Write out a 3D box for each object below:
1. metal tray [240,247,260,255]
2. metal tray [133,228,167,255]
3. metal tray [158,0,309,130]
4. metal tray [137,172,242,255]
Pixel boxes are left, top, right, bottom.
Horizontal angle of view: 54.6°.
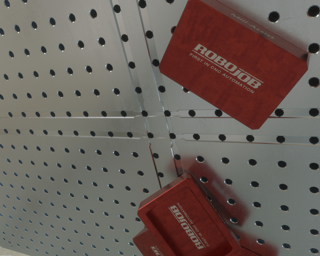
[{"bbox_3d":[0.118,0.243,0.496,0.090,0.030,0.129,22,127,15],"label":"metal tray"},{"bbox_3d":[0.022,0.215,0.507,0.130,0.030,0.090,52,135,7],"label":"metal tray"},{"bbox_3d":[0.073,-0.068,0.328,0.130,0.030,0.089,33,129,6],"label":"metal tray"},{"bbox_3d":[0.041,0.140,0.438,0.090,0.030,0.130,-35,94,7],"label":"metal tray"}]
